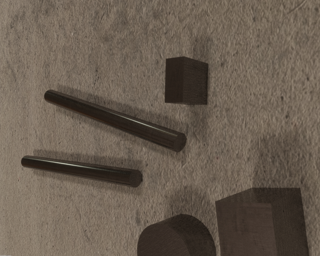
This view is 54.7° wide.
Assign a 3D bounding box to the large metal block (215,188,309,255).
[{"bbox_3d":[0.098,0.102,0.288,0.050,0.081,0.080,-9,84,39],"label":"large metal block"}]

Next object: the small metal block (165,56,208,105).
[{"bbox_3d":[0.032,-0.053,0.361,0.025,0.050,0.050,3,92,40],"label":"small metal block"}]

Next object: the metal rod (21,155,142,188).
[{"bbox_3d":[-0.150,0.069,0.525,0.300,0.025,0.025,1,91,39],"label":"metal rod"}]

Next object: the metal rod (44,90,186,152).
[{"bbox_3d":[-0.088,-0.020,0.474,0.300,0.025,0.025,19,102,38],"label":"metal rod"}]

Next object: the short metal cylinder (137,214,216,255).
[{"bbox_3d":[0.019,0.149,0.371,0.080,0.050,0.079,0,90,39],"label":"short metal cylinder"}]
